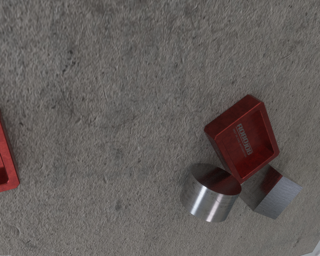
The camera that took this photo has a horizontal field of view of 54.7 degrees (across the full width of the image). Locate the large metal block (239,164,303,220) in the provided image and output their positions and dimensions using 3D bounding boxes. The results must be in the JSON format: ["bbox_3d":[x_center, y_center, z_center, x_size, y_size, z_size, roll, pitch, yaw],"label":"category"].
[{"bbox_3d":[0.202,0.115,0.572,0.080,0.050,0.080,28,103,-38],"label":"large metal block"}]

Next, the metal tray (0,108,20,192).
[{"bbox_3d":[-0.218,0.034,0.305,0.131,0.030,0.089,-13,124,-21],"label":"metal tray"}]

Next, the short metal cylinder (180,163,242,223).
[{"bbox_3d":[0.076,0.097,0.473,0.081,0.080,0.050,6,116,-31],"label":"short metal cylinder"}]

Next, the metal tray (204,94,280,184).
[{"bbox_3d":[0.133,0.022,0.489,0.090,0.030,0.130,-37,129,-4],"label":"metal tray"}]
